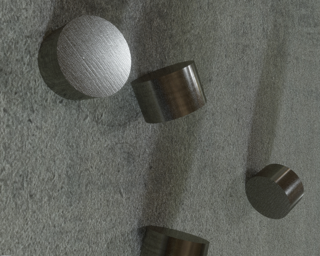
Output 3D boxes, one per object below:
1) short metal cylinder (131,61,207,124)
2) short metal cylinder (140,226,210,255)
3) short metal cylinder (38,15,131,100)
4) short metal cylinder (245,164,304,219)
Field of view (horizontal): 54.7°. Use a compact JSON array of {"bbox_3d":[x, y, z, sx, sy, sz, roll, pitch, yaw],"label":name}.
[{"bbox_3d":[0.011,-0.045,0.378,0.081,0.080,0.050,-32,110,-35],"label":"short metal cylinder"},{"bbox_3d":[0.017,0.157,0.383,0.080,0.080,0.050,23,76,-38],"label":"short metal cylinder"},{"bbox_3d":[-0.078,-0.070,0.323,0.081,0.050,0.080,0,90,-40],"label":"short metal cylinder"},{"bbox_3d":[0.196,0.108,0.534,0.050,0.080,0.080,-26,107,-37],"label":"short metal cylinder"}]
